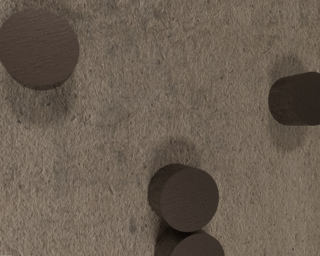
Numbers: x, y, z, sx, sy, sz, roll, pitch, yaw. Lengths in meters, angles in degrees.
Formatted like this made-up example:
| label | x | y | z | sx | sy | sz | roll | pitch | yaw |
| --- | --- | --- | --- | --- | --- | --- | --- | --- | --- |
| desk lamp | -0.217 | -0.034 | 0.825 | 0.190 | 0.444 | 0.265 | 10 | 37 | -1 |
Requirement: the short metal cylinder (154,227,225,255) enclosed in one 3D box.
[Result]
| label | x | y | z | sx | sy | sz | roll | pitch | yaw |
| --- | --- | --- | --- | --- | --- | --- | --- | --- | --- |
| short metal cylinder | 0.038 | 0.172 | 0.412 | 0.081 | 0.050 | 0.079 | 0 | 90 | -21 |

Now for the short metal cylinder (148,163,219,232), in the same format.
| label | x | y | z | sx | sy | sz | roll | pitch | yaw |
| --- | --- | --- | --- | --- | --- | --- | --- | --- | --- |
| short metal cylinder | 0.030 | 0.089 | 0.408 | 0.081 | 0.050 | 0.079 | 0 | 90 | -21 |

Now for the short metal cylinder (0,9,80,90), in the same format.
| label | x | y | z | sx | sy | sz | roll | pitch | yaw |
| --- | --- | --- | --- | --- | --- | --- | --- | --- | --- |
| short metal cylinder | -0.134 | -0.084 | 0.346 | 0.081 | 0.050 | 0.079 | 0 | 90 | -21 |

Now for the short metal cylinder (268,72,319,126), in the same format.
| label | x | y | z | sx | sy | sz | roll | pitch | yaw |
| --- | --- | --- | --- | --- | --- | --- | --- | --- | --- |
| short metal cylinder | 0.217 | -0.043 | 0.478 | 0.081 | 0.050 | 0.079 | 0 | 90 | -21 |
